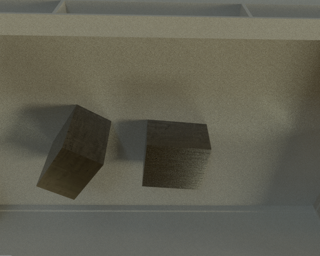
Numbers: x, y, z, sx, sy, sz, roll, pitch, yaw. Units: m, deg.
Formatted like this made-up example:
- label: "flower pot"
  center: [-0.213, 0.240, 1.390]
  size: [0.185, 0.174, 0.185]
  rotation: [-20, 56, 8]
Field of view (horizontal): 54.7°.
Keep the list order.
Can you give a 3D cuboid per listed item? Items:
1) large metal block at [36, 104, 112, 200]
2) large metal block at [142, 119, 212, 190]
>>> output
- label: "large metal block"
  center: [-0.109, 0.031, 0.398]
  size: [0.050, 0.080, 0.080]
  rotation: [27, 125, -22]
- label: "large metal block"
  center: [0.019, 0.038, 0.425]
  size: [0.081, 0.050, 0.079]
  rotation: [4, 130, -4]
